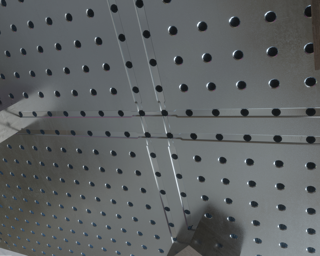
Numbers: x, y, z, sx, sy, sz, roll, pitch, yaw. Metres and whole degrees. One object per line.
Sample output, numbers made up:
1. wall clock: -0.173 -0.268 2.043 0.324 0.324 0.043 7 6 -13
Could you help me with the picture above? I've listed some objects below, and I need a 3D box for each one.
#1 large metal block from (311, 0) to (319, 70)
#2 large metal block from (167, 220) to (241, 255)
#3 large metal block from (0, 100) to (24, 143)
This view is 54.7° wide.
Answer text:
1. large metal block: 0.167 -0.097 0.247 0.080 0.050 0.080 -2 117 29
2. large metal block: 0.065 0.205 0.487 0.080 0.050 0.080 38 129 2
3. large metal block: -0.297 -0.009 0.523 0.080 0.080 0.050 11 123 22
